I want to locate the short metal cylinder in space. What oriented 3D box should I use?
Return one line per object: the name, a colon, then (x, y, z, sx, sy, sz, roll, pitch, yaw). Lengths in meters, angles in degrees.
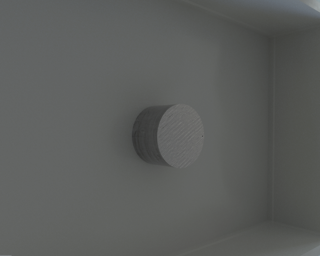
short metal cylinder: (0.011, 0.010, 0.402, 0.081, 0.050, 0.079, 0, 90, -40)
